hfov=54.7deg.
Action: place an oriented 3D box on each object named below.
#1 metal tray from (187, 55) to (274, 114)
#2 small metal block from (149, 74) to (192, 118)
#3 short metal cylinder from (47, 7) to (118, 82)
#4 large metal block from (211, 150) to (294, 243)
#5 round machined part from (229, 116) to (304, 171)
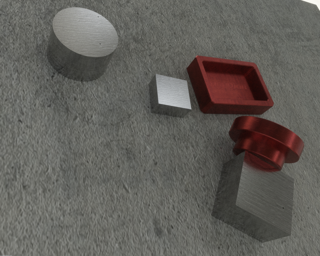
[{"bbox_3d":[0.116,-0.068,0.506,0.131,0.030,0.090,-1,62,-29],"label":"metal tray"},{"bbox_3d":[0.013,-0.045,0.440,0.050,0.025,0.050,8,58,-24],"label":"small metal block"},{"bbox_3d":[-0.101,-0.107,0.400,0.081,0.050,0.080,14,56,-21],"label":"short metal cylinder"},{"bbox_3d":[0.122,0.089,0.401,0.080,0.050,0.080,30,52,-9],"label":"large metal block"},{"bbox_3d":[0.140,0.026,0.425,0.098,0.098,0.042,30,77,-10],"label":"round machined part"}]
